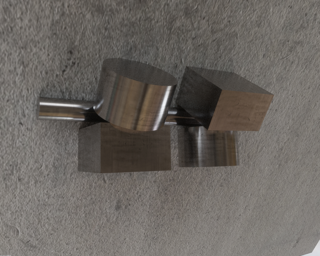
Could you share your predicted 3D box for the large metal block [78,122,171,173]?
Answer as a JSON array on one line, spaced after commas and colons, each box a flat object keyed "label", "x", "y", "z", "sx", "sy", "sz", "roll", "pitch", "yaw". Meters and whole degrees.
[{"label": "large metal block", "x": -0.043, "y": 0.024, "z": 0.356, "sx": 0.081, "sy": 0.080, "sz": 0.050, "roll": 2, "pitch": 83, "yaw": -30}]

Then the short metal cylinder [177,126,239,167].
[{"label": "short metal cylinder", "x": 0.064, "y": 0.026, "z": 0.416, "sx": 0.081, "sy": 0.080, "sz": 0.050, "roll": 2, "pitch": 83, "yaw": -29}]

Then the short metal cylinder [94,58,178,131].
[{"label": "short metal cylinder", "x": -0.027, "y": -0.038, "z": 0.334, "sx": 0.081, "sy": 0.080, "sz": 0.050, "roll": 3, "pitch": 117, "yaw": -30}]

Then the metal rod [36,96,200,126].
[{"label": "metal rod", "x": 0.002, "y": -0.016, "z": 0.402, "sx": 0.303, "sy": 0.025, "sz": 0.025, "roll": 2, "pitch": 118, "yaw": -30}]

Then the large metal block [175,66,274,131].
[{"label": "large metal block", "x": 0.079, "y": -0.038, "z": 0.392, "sx": 0.081, "sy": 0.080, "sz": 0.050, "roll": 1, "pitch": 118, "yaw": -29}]
